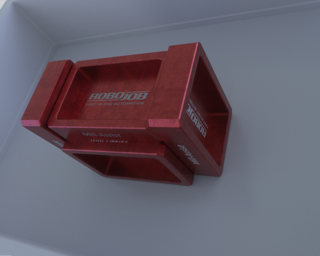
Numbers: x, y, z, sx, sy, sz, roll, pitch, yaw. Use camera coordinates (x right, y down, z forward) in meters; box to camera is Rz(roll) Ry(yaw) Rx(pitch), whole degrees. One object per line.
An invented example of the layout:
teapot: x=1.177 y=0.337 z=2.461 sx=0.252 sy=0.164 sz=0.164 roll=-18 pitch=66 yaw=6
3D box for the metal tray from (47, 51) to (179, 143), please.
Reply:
metal tray: x=-0.049 y=-0.033 z=0.330 sx=0.130 sy=0.030 sz=0.090 roll=1 pitch=62 yaw=28

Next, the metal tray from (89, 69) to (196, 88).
metal tray: x=-0.013 y=-0.046 z=0.395 sx=0.130 sy=0.090 sz=0.030 roll=0 pitch=63 yaw=29

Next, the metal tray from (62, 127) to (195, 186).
metal tray: x=-0.034 y=0.033 z=0.358 sx=0.130 sy=0.090 sz=0.030 roll=0 pitch=62 yaw=28

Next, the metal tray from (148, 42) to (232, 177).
metal tray: x=0.039 y=-0.013 z=0.323 sx=0.030 sy=0.130 sz=0.090 roll=1 pitch=63 yaw=29

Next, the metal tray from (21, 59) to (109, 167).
metal tray: x=-0.103 y=-0.014 z=0.399 sx=0.030 sy=0.130 sz=0.090 roll=1 pitch=63 yaw=29
